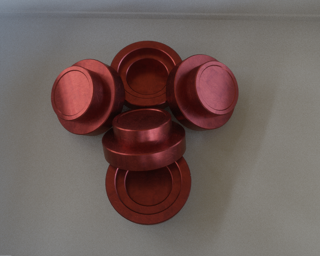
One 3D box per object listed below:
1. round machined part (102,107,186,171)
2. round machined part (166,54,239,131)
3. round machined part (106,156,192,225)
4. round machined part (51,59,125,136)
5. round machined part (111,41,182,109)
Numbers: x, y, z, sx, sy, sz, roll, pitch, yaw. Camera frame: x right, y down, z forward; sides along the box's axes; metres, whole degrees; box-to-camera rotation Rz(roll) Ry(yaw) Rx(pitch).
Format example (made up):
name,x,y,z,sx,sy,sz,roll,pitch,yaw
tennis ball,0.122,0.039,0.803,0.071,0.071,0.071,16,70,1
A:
name,x,y,z,sx,sy,sz,roll,pitch,yaw
round machined part,-0.019,0.007,0.366,0.099,0.098,0.042,-6,115,-2
round machined part,0.060,-0.047,0.392,0.099,0.042,0.097,5,81,-30
round machined part,-0.013,0.067,0.374,0.099,0.042,0.098,0,70,0
round machined part,-0.097,-0.040,0.390,0.098,0.042,0.097,-4,82,27
round machined part,-0.017,-0.066,0.422,0.099,0.042,0.098,0,70,0
